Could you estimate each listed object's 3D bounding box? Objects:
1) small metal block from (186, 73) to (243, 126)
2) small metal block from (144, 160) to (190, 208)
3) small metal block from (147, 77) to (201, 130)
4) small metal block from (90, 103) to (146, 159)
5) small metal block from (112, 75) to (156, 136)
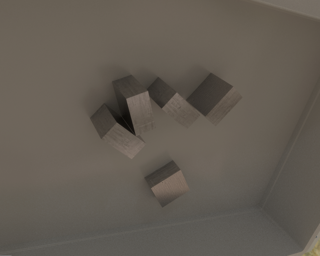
[{"bbox_3d":[0.070,-0.038,0.407,0.050,0.050,0.025,-48,129,5],"label":"small metal block"},{"bbox_3d":[0.011,0.085,0.467,0.050,0.025,0.050,-31,129,-9],"label":"small metal block"},{"bbox_3d":[0.015,-0.031,0.382,0.025,0.050,0.050,-47,129,5],"label":"small metal block"},{"bbox_3d":[-0.050,0.003,0.367,0.025,0.050,0.050,-47,129,4],"label":"small metal block"},{"bbox_3d":[-0.030,-0.027,0.359,0.025,0.050,0.050,-22,127,-15],"label":"small metal block"}]
